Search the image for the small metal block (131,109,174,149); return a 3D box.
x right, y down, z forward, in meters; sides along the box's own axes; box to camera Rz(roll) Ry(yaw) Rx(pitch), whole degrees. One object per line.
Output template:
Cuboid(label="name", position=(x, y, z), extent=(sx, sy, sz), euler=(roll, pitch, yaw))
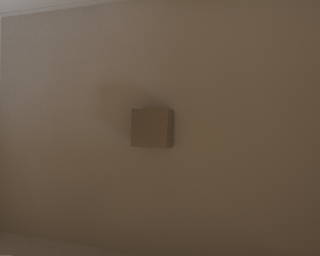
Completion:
Cuboid(label="small metal block", position=(-0.010, 0.000, 0.410), extent=(0.050, 0.025, 0.050), euler=(2, 91, 20))
